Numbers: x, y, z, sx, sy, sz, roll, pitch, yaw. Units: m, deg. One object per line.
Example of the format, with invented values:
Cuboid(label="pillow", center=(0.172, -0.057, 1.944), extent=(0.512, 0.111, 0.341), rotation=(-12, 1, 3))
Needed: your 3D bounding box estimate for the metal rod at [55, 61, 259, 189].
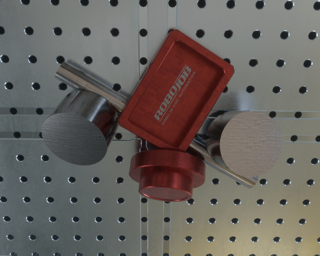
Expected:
Cuboid(label="metal rod", center=(0.004, 0.001, 0.414), extent=(0.301, 0.025, 0.025), rotation=(30, 107, -11))

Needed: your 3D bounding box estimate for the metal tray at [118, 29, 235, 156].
Cuboid(label="metal tray", center=(0.019, -0.040, 0.380), extent=(0.090, 0.030, 0.130), rotation=(30, 94, -11))

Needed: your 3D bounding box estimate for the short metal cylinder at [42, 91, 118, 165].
Cuboid(label="short metal cylinder", center=(-0.097, 0.000, 0.387), extent=(0.080, 0.050, 0.079), rotation=(6, 127, 8))

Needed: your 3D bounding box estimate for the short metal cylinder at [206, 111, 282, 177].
Cuboid(label="short metal cylinder", center=(0.105, 0.018, 0.395), extent=(0.081, 0.050, 0.079), rotation=(-1, 93, -11))

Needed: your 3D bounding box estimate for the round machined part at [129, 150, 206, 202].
Cuboid(label="round machined part", center=(0.009, 0.066, 0.400), extent=(0.099, 0.042, 0.098), rotation=(5, 153, 3))
